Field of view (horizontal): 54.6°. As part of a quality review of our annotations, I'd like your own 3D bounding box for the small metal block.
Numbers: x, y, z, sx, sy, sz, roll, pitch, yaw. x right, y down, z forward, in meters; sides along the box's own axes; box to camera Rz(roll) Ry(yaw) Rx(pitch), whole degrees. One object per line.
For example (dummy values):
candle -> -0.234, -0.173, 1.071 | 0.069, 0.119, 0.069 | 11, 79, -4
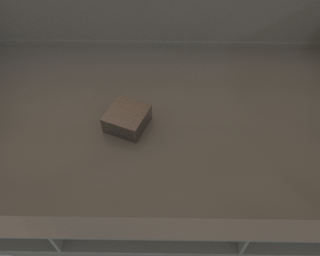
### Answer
small metal block -> -0.044, -0.013, 0.416 | 0.050, 0.025, 0.050 | 18, 52, 15
